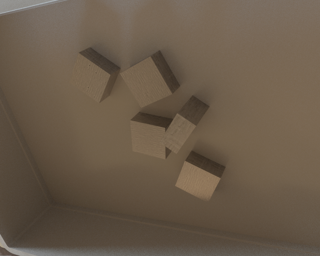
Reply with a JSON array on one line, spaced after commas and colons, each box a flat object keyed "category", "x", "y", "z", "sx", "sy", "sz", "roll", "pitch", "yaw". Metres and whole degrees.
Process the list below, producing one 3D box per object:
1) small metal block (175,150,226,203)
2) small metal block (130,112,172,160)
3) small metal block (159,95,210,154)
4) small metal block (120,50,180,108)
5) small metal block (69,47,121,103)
[{"category": "small metal block", "x": 0.054, "y": 0.066, "z": 0.421, "sx": 0.050, "sy": 0.025, "sz": 0.050, "roll": 26, "pitch": 128, "yaw": 12}, {"category": "small metal block", "x": -0.011, "y": 0.010, "z": 0.421, "sx": 0.050, "sy": 0.025, "sz": 0.050, "roll": 12, "pitch": 124, "yaw": 21}, {"category": "small metal block", "x": 0.030, "y": -0.005, "z": 0.374, "sx": 0.025, "sy": 0.050, "sz": 0.050, "roll": 35, "pitch": 129, "yaw": 5}, {"category": "small metal block", "x": -0.012, "y": -0.059, "z": 0.379, "sx": 0.050, "sy": 0.025, "sz": 0.050, "roll": -21, "pitch": 108, "yaw": 36}, {"category": "small metal block", "x": -0.087, "y": -0.070, "z": 0.411, "sx": 0.050, "sy": 0.025, "sz": 0.050, "roll": 35, "pitch": 129, "yaw": 5}]
